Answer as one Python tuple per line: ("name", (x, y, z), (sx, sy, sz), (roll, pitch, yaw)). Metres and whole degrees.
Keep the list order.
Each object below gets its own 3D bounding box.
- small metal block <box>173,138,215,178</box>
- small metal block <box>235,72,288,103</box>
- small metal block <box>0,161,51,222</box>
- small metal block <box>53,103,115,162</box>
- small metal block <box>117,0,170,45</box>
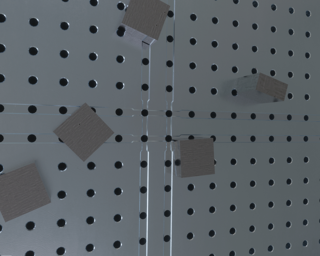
("small metal block", (0.047, 0.040, 0.430), (0.050, 0.025, 0.050), (-3, 91, -20))
("small metal block", (0.147, -0.057, 0.453), (0.050, 0.050, 0.025), (17, 84, -19))
("small metal block", (-0.159, 0.071, 0.354), (0.050, 0.025, 0.050), (-22, 98, -19))
("small metal block", (-0.093, 0.005, 0.378), (0.050, 0.025, 0.050), (-45, 104, -14))
("small metal block", (-0.021, -0.144, 0.404), (0.050, 0.025, 0.050), (21, 83, -19))
